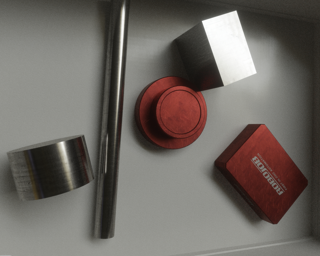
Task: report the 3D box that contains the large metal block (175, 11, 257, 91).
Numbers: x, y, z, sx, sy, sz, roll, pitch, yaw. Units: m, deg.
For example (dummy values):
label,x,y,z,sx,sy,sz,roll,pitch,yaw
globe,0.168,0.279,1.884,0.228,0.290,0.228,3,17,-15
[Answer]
label,x,y,z,sx,sy,sz,roll,pitch,yaw
large metal block,0.070,-0.096,0.408,0.050,0.080,0.080,-23,98,-19

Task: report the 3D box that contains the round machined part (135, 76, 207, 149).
label,x,y,z,sx,sy,sz,roll,pitch,yaw
round machined part,0.019,-0.020,0.410,0.099,0.042,0.097,0,90,-20

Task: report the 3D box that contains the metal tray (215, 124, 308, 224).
label,x,y,z,sx,sy,sz,roll,pitch,yaw
metal tray,0.155,0.068,0.467,0.090,0.030,0.130,-45,104,-15

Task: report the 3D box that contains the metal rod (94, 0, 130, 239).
label,x,y,z,sx,sy,sz,roll,pitch,yaw
metal rod,-0.060,-0.015,0.389,0.025,0.025,0.298,4,89,-20

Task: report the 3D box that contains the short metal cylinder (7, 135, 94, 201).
label,x,y,z,sx,sy,sz,roll,pitch,yaw
short metal cylinder,-0.118,0.041,0.338,0.081,0.080,0.050,-14,95,-20
